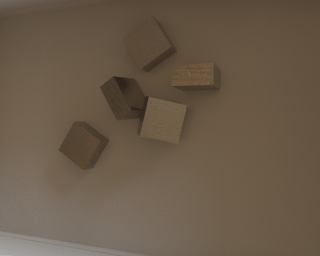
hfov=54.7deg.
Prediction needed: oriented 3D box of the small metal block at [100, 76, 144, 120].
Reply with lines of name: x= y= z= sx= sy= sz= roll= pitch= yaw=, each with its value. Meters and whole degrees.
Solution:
small metal block: x=-0.045 y=-0.039 z=0.411 sx=0.025 sy=0.050 sz=0.050 roll=-34 pitch=79 yaw=26

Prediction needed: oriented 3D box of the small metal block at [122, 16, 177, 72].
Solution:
small metal block: x=-0.014 y=-0.111 z=0.415 sx=0.050 sy=0.025 sz=0.050 roll=-33 pitch=80 yaw=17

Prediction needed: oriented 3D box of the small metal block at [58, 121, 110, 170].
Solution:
small metal block: x=-0.110 y=0.025 z=0.449 sx=0.050 sy=0.025 sz=0.050 roll=35 pitch=101 yaw=16

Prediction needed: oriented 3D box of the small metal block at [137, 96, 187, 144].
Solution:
small metal block: x=0.002 y=-0.011 z=0.397 sx=0.050 sy=0.025 sz=0.050 roll=12 pitch=95 yaw=-15

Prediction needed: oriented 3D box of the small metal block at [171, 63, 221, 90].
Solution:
small metal block: x=0.046 y=-0.062 z=0.381 sx=0.050 sy=0.050 sz=0.025 roll=1 pitch=91 yaw=20
